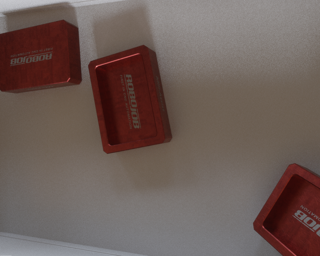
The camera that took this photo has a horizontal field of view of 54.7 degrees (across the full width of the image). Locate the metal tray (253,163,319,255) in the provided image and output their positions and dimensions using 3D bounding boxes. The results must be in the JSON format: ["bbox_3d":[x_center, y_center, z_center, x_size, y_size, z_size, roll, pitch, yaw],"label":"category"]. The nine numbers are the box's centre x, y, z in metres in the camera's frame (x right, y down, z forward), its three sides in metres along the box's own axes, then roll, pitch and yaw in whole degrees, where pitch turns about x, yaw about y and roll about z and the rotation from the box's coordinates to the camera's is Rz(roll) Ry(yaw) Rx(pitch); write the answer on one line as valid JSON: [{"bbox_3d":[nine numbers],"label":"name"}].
[{"bbox_3d":[0.169,0.106,0.311,0.130,0.030,0.090,39,105,51],"label":"metal tray"}]

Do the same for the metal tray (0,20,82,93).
[{"bbox_3d":[-0.186,-0.105,0.472,0.130,0.030,0.089,-5,89,19],"label":"metal tray"}]

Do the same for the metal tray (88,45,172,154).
[{"bbox_3d":[-0.041,-0.036,0.421,0.090,0.030,0.129,-12,86,19],"label":"metal tray"}]
